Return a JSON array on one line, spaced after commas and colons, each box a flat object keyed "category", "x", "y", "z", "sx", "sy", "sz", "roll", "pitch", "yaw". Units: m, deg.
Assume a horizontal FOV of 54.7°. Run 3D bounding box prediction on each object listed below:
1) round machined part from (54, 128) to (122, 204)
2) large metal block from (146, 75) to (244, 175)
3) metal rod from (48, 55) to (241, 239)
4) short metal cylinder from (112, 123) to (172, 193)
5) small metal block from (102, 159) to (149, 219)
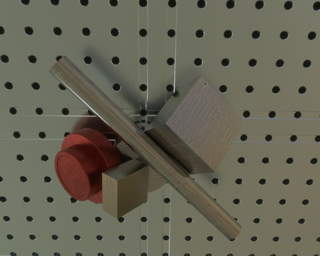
[{"category": "round machined part", "x": -0.095, "y": 0.052, "z": 0.391, "sx": 0.098, "sy": 0.042, "sz": 0.097, "roll": 18, "pitch": 120, "yaw": 34}, {"category": "large metal block", "x": 0.042, "y": -0.002, "z": 0.373, "sx": 0.080, "sy": 0.050, "sz": 0.080, "roll": 44, "pitch": 61, "yaw": -15}, {"category": "metal rod", "x": -0.006, "y": 0.033, "z": 0.368, "sx": 0.025, "sy": 0.025, "sz": 0.300, "roll": -42, "pitch": 105, "yaw": 14}, {"category": "short metal cylinder", "x": -0.024, "y": 0.039, "z": 0.410, "sx": 0.081, "sy": 0.050, "sz": 0.079, "roll": 0, "pitch": 110, "yaw": 0}, {"category": "small metal block", "x": -0.040, "y": 0.070, "z": 0.366, "sx": 0.025, "sy": 0.050, "sz": 0.050, "roll": 19, "pitch": 116, "yaw": 36}]
